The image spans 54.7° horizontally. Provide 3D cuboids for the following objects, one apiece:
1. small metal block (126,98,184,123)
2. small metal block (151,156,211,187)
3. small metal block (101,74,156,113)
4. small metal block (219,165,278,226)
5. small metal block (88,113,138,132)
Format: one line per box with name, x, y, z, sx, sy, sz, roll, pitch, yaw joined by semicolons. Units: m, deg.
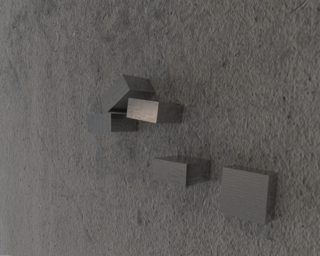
small metal block;-0.006;-0.022;0.393;0.050;0.050;0.025;12;98;39
small metal block;0.025;0.049;0.368;0.050;0.050;0.025;5;93;40
small metal block;-0.043;-0.045;0.424;0.050;0.050;0.025;-40;66;33
small metal block;0.093;0.069;0.328;0.050;0.025;0.050;6;94;39
small metal block;-0.068;-0.007;0.445;0.050;0.050;0.025;0;90;40
